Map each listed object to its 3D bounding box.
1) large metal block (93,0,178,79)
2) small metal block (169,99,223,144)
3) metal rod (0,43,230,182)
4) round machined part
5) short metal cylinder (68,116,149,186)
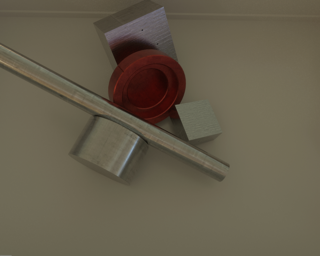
[{"bbox_3d":[-0.030,-0.113,0.414,0.080,0.080,0.050,-29,40,-10],"label":"large metal block"},{"bbox_3d":[0.046,-0.007,0.405,0.050,0.025,0.050,-12,70,-24],"label":"small metal block"},{"bbox_3d":[-0.055,-0.016,0.362,0.301,0.025,0.025,28,72,-5],"label":"metal rod"},{"bbox_3d":[-0.020,-0.055,0.399,0.099,0.098,0.042,-29,42,-10],"label":"round machined part"},{"bbox_3d":[-0.060,0.028,0.369,0.080,0.080,0.050,24,73,8],"label":"short metal cylinder"}]
